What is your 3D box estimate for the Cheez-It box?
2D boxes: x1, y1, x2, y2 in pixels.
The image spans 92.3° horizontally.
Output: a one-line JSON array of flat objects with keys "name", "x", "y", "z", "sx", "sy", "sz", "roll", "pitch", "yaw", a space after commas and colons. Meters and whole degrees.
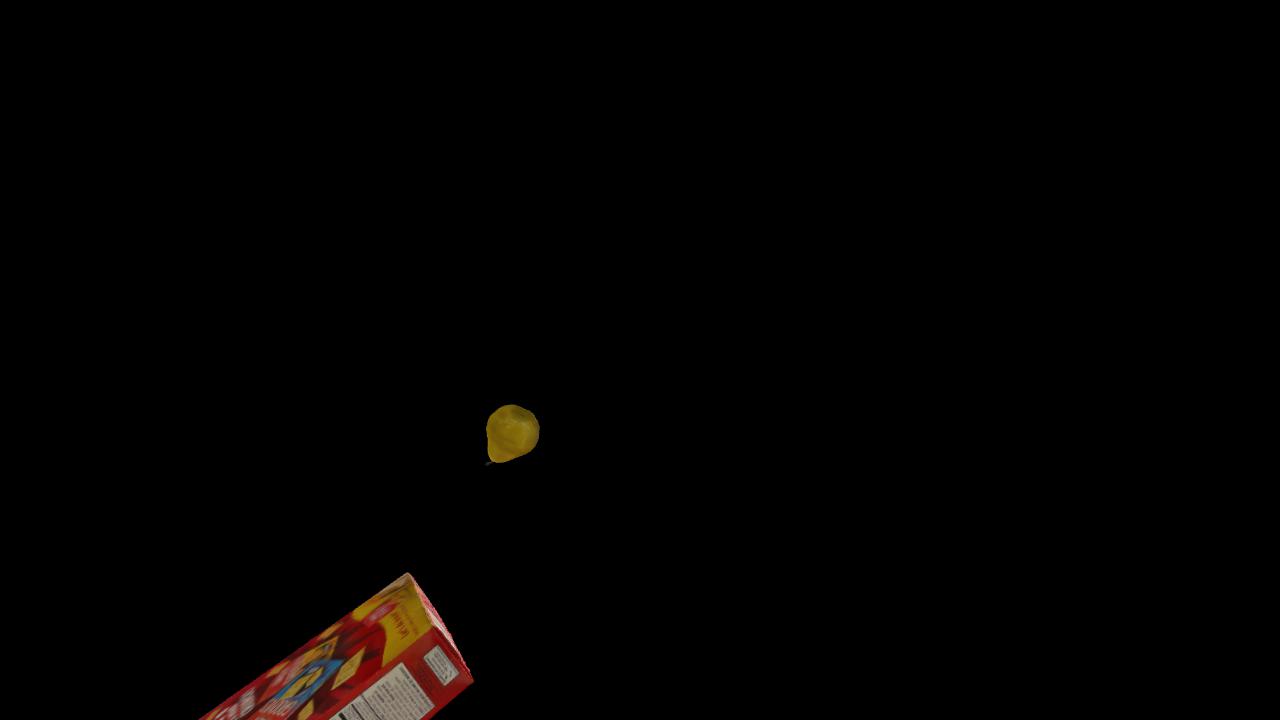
[{"name": "Cheez-It box", "x": -0.266, "y": 0.293, "z": 0.515, "sx": 0.223, "sy": 0.071, "sz": 0.166, "roll": -34, "pitch": 13, "yaw": -25}]

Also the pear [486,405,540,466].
[{"name": "pear", "x": -0.199, "y": 0.125, "z": 0.927, "sx": 0.080, "sy": 0.111, "sz": 0.080, "roll": 22, "pitch": 20, "yaw": -8}]
